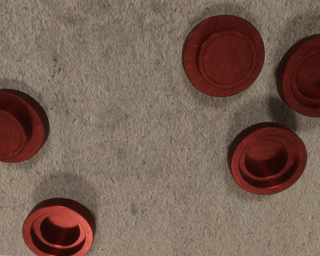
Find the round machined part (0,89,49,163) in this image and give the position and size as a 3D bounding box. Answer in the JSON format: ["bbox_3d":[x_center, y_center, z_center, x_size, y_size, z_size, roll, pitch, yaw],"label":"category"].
[{"bbox_3d":[-0.199,0.002,0.399,0.099,0.042,0.097,0,110,-1],"label":"round machined part"}]

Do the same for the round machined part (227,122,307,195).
[{"bbox_3d":[0.139,0.037,0.417,0.099,0.042,0.097,0,110,-1],"label":"round machined part"}]

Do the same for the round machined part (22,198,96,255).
[{"bbox_3d":[-0.143,0.143,0.451,0.099,0.042,0.097,0,110,-1],"label":"round machined part"}]

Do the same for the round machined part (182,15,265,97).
[{"bbox_3d":[0.077,-0.084,0.371,0.099,0.042,0.097,0,110,-1],"label":"round machined part"}]

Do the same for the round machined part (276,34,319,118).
[{"bbox_3d":[0.191,-0.065,0.379,0.099,0.042,0.097,0,110,-1],"label":"round machined part"}]
